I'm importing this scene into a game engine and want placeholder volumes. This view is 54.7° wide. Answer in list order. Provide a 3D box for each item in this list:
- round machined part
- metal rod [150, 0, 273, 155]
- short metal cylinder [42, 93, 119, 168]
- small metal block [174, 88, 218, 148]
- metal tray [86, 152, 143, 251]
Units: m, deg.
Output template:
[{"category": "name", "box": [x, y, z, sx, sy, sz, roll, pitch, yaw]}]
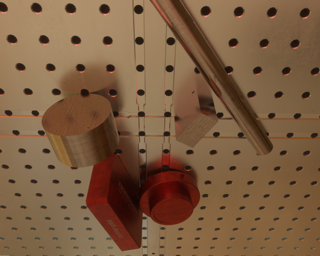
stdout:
[{"category": "round machined part", "box": [0.016, 0.118, 0.494, 0.099, 0.042, 0.097, -5, 128, -6]}, {"category": "metal rod", "box": [0.062, -0.064, 0.357, 0.025, 0.025, 0.300, -28, 125, 21]}, {"category": "short metal cylinder", "box": [-0.094, 0.001, 0.375, 0.080, 0.080, 0.050, -5, 130, 3]}, {"category": "small metal block", "box": [0.043, -0.012, 0.386, 0.025, 0.050, 0.050, 26, 125, -20]}, {"category": "metal tray", "box": [-0.062, 0.111, 0.462, 0.030, 0.090, 0.129, -13, 129, 11]}]
